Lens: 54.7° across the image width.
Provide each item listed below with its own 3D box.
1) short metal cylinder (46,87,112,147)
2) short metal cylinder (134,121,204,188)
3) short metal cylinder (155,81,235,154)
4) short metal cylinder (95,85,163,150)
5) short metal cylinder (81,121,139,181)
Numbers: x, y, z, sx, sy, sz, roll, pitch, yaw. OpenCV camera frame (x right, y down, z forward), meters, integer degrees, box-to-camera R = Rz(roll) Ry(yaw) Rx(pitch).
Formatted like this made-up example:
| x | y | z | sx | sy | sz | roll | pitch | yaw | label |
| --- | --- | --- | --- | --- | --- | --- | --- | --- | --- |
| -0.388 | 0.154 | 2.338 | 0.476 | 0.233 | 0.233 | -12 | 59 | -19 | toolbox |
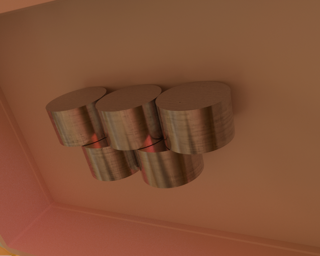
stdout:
| x | y | z | sx | sy | sz | roll | pitch | yaw | label |
| --- | --- | --- | --- | --- | --- | --- | --- | --- | --- |
| -0.104 | -0.017 | 0.415 | 0.080 | 0.080 | 0.050 | 1 | 119 | 28 | short metal cylinder |
| 0.011 | 0.030 | 0.384 | 0.080 | 0.080 | 0.050 | 1 | 119 | 28 | short metal cylinder |
| 0.039 | -0.014 | 0.342 | 0.080 | 0.080 | 0.050 | 2 | 119 | 27 | short metal cylinder |
| -0.032 | -0.015 | 0.379 | 0.080 | 0.080 | 0.050 | 1 | 119 | 28 | short metal cylinder |
| -0.062 | 0.028 | 0.421 | 0.080 | 0.080 | 0.050 | 1 | 119 | 28 | short metal cylinder |
